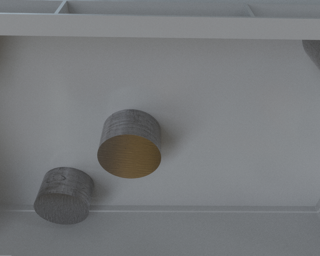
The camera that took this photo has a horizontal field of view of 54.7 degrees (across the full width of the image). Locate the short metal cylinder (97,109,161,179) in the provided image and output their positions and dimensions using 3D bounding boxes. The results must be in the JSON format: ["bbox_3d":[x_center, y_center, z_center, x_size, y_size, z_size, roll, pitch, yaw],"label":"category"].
[{"bbox_3d":[-0.039,0.022,0.411,0.081,0.050,0.079,0,130,0],"label":"short metal cylinder"}]

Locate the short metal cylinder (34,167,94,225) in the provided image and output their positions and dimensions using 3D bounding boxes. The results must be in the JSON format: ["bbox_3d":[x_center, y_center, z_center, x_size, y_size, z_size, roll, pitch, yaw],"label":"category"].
[{"bbox_3d":[-0.147,0.106,0.481,0.081,0.050,0.079,0,130,0],"label":"short metal cylinder"}]

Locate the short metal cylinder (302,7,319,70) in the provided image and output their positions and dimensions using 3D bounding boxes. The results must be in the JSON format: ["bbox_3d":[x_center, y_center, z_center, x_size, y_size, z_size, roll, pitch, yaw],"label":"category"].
[{"bbox_3d":[0.196,-0.090,0.317,0.081,0.050,0.079,0,130,0],"label":"short metal cylinder"}]
